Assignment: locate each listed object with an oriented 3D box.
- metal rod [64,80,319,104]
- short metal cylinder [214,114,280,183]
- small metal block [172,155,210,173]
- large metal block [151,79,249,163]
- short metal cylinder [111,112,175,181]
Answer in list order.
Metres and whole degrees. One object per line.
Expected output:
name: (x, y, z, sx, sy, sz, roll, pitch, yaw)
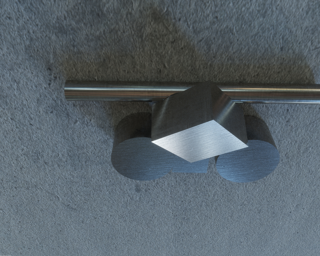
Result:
metal rod: (0.041, -0.043, 0.372, 0.302, 0.025, 0.025, 1, 130, -1)
short metal cylinder: (0.113, 0.028, 0.417, 0.081, 0.050, 0.079, 0, 130, 0)
small metal block: (0.043, 0.038, 0.442, 0.050, 0.025, 0.050, 1, 130, -2)
large metal block: (0.047, -0.003, 0.367, 0.080, 0.050, 0.080, -21, 145, 33)
short metal cylinder: (-0.022, 0.025, 0.413, 0.081, 0.050, 0.079, 0, 130, 0)
